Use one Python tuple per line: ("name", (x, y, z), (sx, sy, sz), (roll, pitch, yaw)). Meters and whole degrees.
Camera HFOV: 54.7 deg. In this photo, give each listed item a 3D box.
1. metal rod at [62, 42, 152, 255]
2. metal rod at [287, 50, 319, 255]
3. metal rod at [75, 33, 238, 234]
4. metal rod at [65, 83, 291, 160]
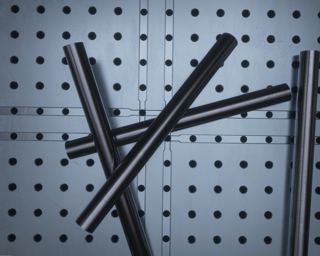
("metal rod", (-0.061, 0.043, 0.390), (0.025, 0.025, 0.298), (-17, 99, 0))
("metal rod", (0.192, 0.047, 0.415), (0.025, 0.025, 0.298), (3, 90, -1))
("metal rod", (0.003, -0.003, 0.385), (0.025, 0.025, 0.300), (38, 79, 0))
("metal rod", (0.024, -0.009, 0.413), (0.302, 0.025, 0.025), (-15, 90, -1))
